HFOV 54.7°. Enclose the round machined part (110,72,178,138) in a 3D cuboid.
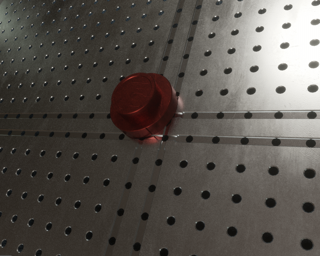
[{"bbox_3d":[-0.029,-0.039,0.434,0.098,0.042,0.098,-13,56,20],"label":"round machined part"}]
